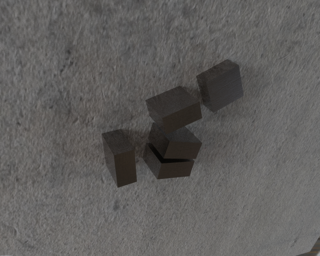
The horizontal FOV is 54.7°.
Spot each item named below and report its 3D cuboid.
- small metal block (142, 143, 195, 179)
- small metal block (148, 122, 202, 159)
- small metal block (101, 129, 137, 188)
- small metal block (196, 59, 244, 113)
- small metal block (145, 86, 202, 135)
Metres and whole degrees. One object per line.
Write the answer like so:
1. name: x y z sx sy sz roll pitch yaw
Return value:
1. small metal block: 0.011 0.043 0.425 0.050 0.050 0.025 0 119 -29
2. small metal block: 0.019 0.017 0.413 0.050 0.050 0.025 4 116 -31
3. small metal block: -0.051 0.037 0.387 0.025 0.050 0.050 -15 125 -21
4. small metal block: 0.082 -0.057 0.419 0.050 0.025 0.050 -29 129 -10
5. small metal block: 0.017 -0.024 0.387 0.050 0.050 0.025 -24 128 -14
